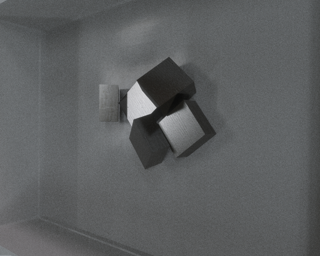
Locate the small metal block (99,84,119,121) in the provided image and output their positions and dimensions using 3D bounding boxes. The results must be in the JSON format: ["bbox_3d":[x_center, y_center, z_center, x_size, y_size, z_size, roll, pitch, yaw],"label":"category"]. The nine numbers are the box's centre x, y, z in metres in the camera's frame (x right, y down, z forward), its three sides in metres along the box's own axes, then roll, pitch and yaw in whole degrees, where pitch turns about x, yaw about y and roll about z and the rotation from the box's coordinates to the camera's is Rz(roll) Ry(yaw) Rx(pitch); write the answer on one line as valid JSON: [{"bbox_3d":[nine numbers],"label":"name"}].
[{"bbox_3d":[-0.072,-0.034,0.444,0.050,0.025,0.050,-177,88,-83],"label":"small metal block"}]

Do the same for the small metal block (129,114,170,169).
[{"bbox_3d":[-0.015,0.018,0.400,0.050,0.025,0.050,60,155,22],"label":"small metal block"}]

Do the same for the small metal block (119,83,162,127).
[{"bbox_3d":[-0.023,-0.031,0.421,0.050,0.025,0.050,-45,64,30],"label":"small metal block"}]

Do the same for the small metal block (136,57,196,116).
[{"bbox_3d":[0.008,-0.051,0.381,0.050,0.025,0.050,-37,62,-5],"label":"small metal block"}]

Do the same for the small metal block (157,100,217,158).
[{"bbox_3d":[0.032,0.001,0.377,0.050,0.025,0.050,-43,64,31],"label":"small metal block"}]
